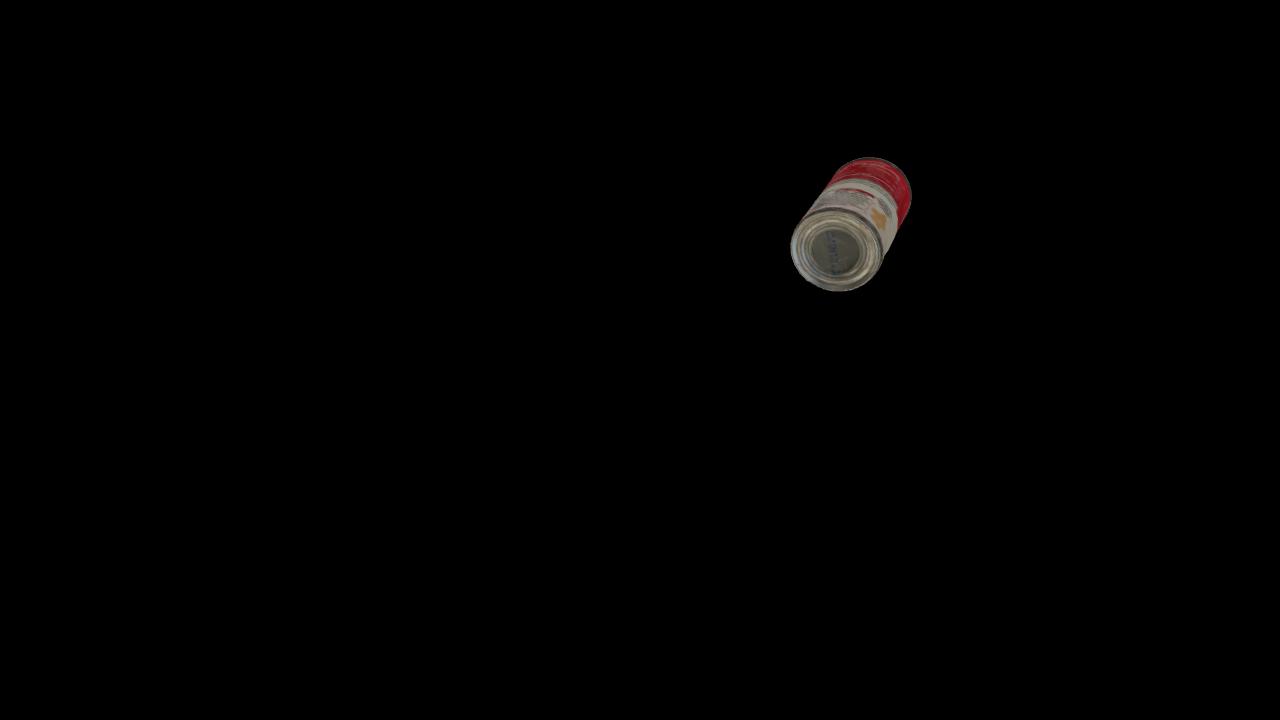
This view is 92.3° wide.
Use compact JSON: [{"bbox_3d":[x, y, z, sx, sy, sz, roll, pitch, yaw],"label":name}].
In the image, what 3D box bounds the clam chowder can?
[{"bbox_3d":[0.163,-0.105,0.472,0.068,0.068,0.102,0,34,36],"label":"clam chowder can"}]
